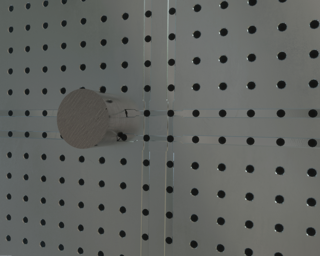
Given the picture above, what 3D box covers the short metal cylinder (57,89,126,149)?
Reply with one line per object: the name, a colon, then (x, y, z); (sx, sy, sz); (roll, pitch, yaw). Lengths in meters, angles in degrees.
short metal cylinder: (-0.094, -0.012, 0.433); (0.080, 0.050, 0.080); (0, 90, 20)
